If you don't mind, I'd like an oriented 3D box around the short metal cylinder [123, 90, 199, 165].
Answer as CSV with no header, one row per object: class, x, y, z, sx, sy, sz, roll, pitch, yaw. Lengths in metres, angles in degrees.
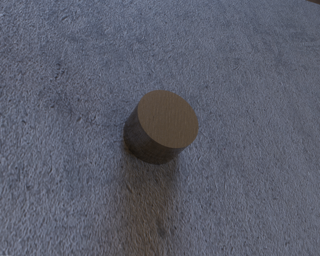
short metal cylinder,0.001,-0.001,0.388,0.081,0.050,0.080,13,56,-21
